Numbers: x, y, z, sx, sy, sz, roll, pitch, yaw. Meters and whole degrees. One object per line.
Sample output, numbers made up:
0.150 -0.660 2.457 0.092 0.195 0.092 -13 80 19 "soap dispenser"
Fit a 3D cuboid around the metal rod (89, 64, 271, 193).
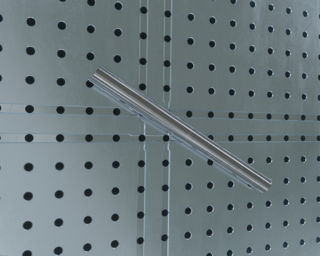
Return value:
0.039 0.010 0.428 0.301 0.025 0.025 33 79 -18 "metal rod"
